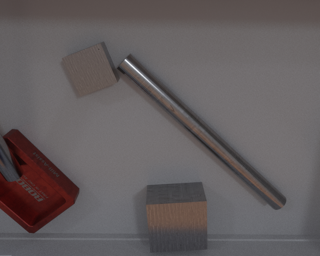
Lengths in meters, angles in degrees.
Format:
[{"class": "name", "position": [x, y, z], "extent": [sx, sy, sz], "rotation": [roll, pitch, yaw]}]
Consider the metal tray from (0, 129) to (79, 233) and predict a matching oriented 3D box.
[{"class": "metal tray", "position": [-0.191, 0.077, 0.434], "extent": [0.090, 0.030, 0.130], "rotation": [-37, 106, 12]}]

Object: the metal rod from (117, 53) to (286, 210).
[{"class": "metal rod", "position": [0.065, 0.013, 0.417], "extent": [0.300, 0.025, 0.025], "rotation": [41, 105, -14]}]

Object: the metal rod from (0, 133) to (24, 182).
[{"class": "metal rod", "position": [-0.209, -0.045, 0.314], "extent": [0.025, 0.025, 0.298], "rotation": [-5, 134, 1]}]

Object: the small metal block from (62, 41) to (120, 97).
[{"class": "small metal block", "position": [-0.084, -0.073, 0.383], "extent": [0.050, 0.025, 0.050], "rotation": [-20, 109, 6]}]

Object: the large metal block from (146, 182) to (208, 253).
[{"class": "large metal block", "position": [0.024, 0.127, 0.445], "extent": [0.081, 0.050, 0.079], "rotation": [-4, 110, 1]}]
